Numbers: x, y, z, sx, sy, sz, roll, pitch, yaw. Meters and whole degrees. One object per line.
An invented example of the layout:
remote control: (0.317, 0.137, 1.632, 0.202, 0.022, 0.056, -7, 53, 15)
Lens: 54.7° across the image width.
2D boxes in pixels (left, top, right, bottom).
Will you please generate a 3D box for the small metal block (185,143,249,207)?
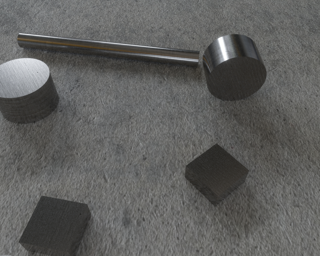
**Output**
small metal block: (0.065, 0.053, 0.359, 0.050, 0.025, 0.050, -32, 57, -24)

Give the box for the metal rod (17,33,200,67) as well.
metal rod: (-0.087, -0.130, 0.511, 0.302, 0.025, 0.025, 7, 51, 6)

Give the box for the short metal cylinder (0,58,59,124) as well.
short metal cylinder: (-0.188, -0.052, 0.429, 0.081, 0.050, 0.080, 0, 50, 0)

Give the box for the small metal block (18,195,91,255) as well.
small metal block: (-0.105, 0.102, 0.317, 0.050, 0.025, 0.050, 9, 51, 7)

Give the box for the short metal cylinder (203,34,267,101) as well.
short metal cylinder: (0.104, -0.084, 0.439, 0.081, 0.080, 0.050, -2, 50, -2)
